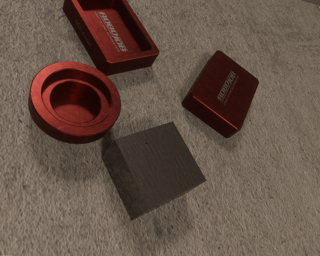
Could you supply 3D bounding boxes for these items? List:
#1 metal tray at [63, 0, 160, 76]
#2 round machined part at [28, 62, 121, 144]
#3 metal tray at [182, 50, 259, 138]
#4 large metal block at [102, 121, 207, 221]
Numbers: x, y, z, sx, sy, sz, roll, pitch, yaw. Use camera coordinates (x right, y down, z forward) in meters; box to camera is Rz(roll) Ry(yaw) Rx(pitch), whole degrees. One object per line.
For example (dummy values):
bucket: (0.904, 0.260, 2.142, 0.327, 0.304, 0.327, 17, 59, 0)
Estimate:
metal tray: (-0.071, -0.142, 0.450, 0.091, 0.030, 0.130, -21, 73, -36)
round machined part: (-0.098, -0.025, 0.356, 0.099, 0.042, 0.098, 14, 56, -21)
metal tray: (0.100, -0.057, 0.492, 0.090, 0.030, 0.130, 36, 51, -5)
large metal block: (-0.008, 0.047, 0.356, 0.081, 0.050, 0.080, -18, 71, -35)
